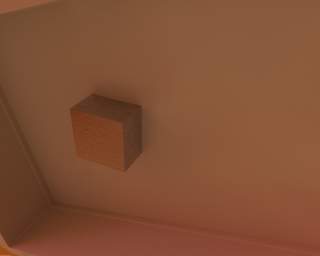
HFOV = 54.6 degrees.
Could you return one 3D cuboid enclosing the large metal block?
[{"bbox_3d":[-0.073,0.006,0.435,0.080,0.050,0.079,15,125,20],"label":"large metal block"}]
